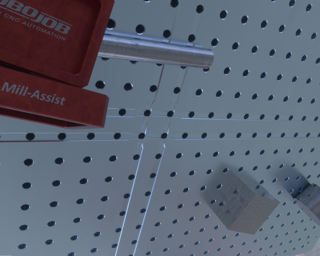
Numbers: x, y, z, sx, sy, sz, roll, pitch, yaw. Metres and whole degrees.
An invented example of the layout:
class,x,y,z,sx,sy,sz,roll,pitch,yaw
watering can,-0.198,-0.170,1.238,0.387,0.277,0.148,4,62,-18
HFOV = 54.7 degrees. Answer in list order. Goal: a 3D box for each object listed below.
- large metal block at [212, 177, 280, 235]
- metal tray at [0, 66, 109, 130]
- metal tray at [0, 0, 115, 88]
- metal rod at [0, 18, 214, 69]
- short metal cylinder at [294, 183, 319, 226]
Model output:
class,x,y,z,sx,sy,sz,roll,pitch,yaw
large metal block,0.159,0.145,0.571,0.080,0.050,0.080,23,106,-37
metal tray,-0.125,-0.026,0.282,0.131,0.090,0.030,13,81,-34
metal tray,-0.114,-0.096,0.260,0.131,0.030,0.090,17,90,-30
metal rod,-0.073,-0.087,0.317,0.303,0.025,0.025,0,119,-29
short metal cylinder,0.337,0.165,0.662,0.050,0.080,0.080,-41,130,0
